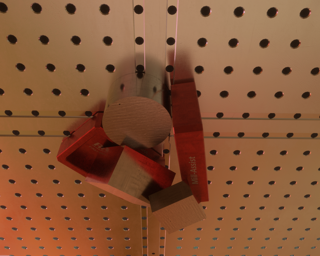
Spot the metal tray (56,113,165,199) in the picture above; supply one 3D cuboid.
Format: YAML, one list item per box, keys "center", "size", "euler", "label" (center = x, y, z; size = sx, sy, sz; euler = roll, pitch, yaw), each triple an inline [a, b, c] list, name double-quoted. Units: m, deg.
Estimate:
- center: [-0.067, 0.045, 0.445]
  size: [0.090, 0.030, 0.130]
  euler: [-36, 122, 26]
  label: "metal tray"

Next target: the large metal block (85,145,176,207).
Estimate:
- center: [-0.040, 0.065, 0.409]
  size: [0.080, 0.050, 0.080]
  euler: [32, 159, -25]
  label: "large metal block"

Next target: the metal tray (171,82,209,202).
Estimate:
- center: [0.038, 0.020, 0.387]
  size: [0.030, 0.090, 0.129]
  euler: [-7, 130, 6]
  label: "metal tray"

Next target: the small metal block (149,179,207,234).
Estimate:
- center: [0.021, 0.094, 0.368]
  size: [0.050, 0.025, 0.050]
  euler: [-25, 127, 6]
  label: "small metal block"

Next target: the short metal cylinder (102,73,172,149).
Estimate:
- center: [-0.027, -0.020, 0.378]
  size: [0.081, 0.050, 0.079]
  euler: [0, 130, 0]
  label: "short metal cylinder"
